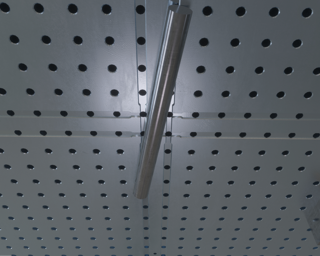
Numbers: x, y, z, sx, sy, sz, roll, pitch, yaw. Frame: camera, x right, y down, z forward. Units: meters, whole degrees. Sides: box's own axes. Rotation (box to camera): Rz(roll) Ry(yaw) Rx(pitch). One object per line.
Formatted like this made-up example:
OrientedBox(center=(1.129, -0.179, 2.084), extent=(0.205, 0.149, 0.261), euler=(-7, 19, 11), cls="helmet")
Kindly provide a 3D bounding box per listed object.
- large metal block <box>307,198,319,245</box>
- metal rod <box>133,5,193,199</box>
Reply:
OrientedBox(center=(0.316, 0.159, 0.534), extent=(0.081, 0.050, 0.079), euler=(1, 130, -2), cls="large metal block")
OrientedBox(center=(-0.005, -0.007, 0.405), extent=(0.025, 0.025, 0.298), euler=(7, 130, -7), cls="metal rod")
